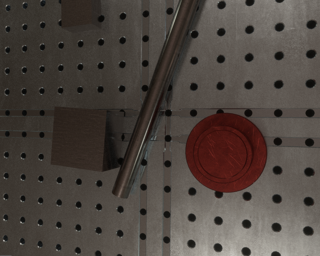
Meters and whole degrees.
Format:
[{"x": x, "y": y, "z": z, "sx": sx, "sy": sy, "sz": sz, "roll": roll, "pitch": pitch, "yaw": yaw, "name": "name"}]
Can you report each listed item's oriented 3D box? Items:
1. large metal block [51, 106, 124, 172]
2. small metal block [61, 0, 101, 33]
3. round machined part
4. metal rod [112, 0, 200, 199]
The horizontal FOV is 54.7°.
[{"x": -0.100, "y": 0.013, "z": 0.433, "sx": 0.080, "sy": 0.050, "sz": 0.079, "roll": 5, "pitch": 92, "yaw": 19, "name": "large metal block"}, {"x": -0.115, "y": -0.170, "z": 0.452, "sx": 0.050, "sy": 0.025, "sz": 0.050, "roll": -1, "pitch": 90, "yaw": 19, "name": "small metal block"}, {"x": 0.078, "y": 0.030, "z": 0.376, "sx": 0.098, "sy": 0.042, "sz": 0.097, "roll": 0, "pitch": 90, "yaw": 19, "name": "round machined part"}, {"x": -0.004, "y": -0.047, "z": 0.413, "sx": 0.025, "sy": 0.025, "sz": 0.298, "roll": 22, "pitch": 97, "yaw": 18, "name": "metal rod"}]
